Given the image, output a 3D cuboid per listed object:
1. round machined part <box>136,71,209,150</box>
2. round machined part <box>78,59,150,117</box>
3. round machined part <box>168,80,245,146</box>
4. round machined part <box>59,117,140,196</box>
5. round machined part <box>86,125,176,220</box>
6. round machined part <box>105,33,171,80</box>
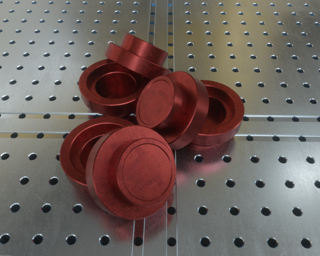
[{"bbox_3d":[0.008,-0.025,0.378,0.042,0.098,0.098,22,37,-39],"label":"round machined part"},{"bbox_3d":[-0.062,-0.053,0.440,0.099,0.042,0.098,0,50,0],"label":"round machined part"},{"bbox_3d":[0.058,-0.016,0.410,0.099,0.042,0.098,0,50,0],"label":"round machined part"},{"bbox_3d":[-0.063,0.036,0.365,0.099,0.042,0.098,0,50,0],"label":"round machined part"},{"bbox_3d":[-0.022,0.045,0.322,0.099,0.042,0.098,5,82,-33],"label":"round machined part"},{"bbox_3d":[-0.027,-0.103,0.448,0.098,0.042,0.098,25,11,-5],"label":"round machined part"}]
